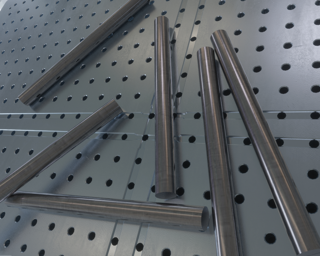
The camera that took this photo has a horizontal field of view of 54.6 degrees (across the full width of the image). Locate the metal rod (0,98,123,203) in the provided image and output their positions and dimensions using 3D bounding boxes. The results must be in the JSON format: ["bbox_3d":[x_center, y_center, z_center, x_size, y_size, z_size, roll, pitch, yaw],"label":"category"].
[{"bbox_3d":[-0.181,0.056,0.446,0.301,0.025,0.025,-37,51,-7],"label":"metal rod"}]

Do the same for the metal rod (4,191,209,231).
[{"bbox_3d":[-0.086,0.100,0.393,0.300,0.025,0.025,-2,61,27],"label":"metal rod"}]

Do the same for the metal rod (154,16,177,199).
[{"bbox_3d":[0.005,-0.049,0.436,0.025,0.025,0.300,-14,56,20],"label":"metal rod"}]

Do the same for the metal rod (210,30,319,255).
[{"bbox_3d":[0.108,-0.011,0.358,0.025,0.025,0.300,-22,53,15],"label":"metal rod"}]

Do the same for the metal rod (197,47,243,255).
[{"bbox_3d":[0.066,0.021,0.361,0.025,0.025,0.300,-14,56,21],"label":"metal rod"}]

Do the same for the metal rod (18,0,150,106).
[{"bbox_3d":[-0.139,-0.148,0.573,0.300,0.025,0.025,-41,51,0],"label":"metal rod"}]
